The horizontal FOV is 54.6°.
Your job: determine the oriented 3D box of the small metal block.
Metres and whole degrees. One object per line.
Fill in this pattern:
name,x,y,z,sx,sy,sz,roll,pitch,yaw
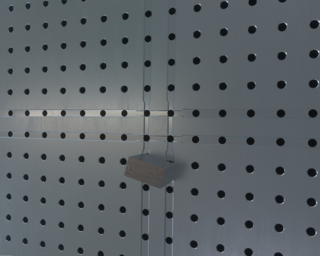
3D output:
small metal block,-0.011,0.054,0.404,0.050,0.050,0.025,17,96,19
